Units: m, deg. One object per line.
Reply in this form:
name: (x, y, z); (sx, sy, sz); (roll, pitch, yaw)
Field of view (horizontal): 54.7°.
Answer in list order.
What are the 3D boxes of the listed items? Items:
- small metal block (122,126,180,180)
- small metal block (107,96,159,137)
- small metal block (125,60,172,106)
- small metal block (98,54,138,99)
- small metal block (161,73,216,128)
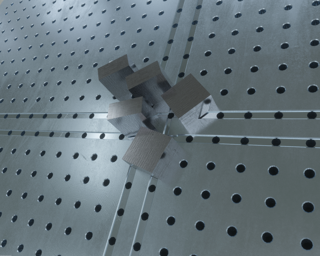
small metal block: (-0.012, 0.031, 0.394); (0.050, 0.025, 0.050); (19, 72, 35)
small metal block: (-0.035, -0.014, 0.418); (0.050, 0.050, 0.025); (-11, 57, 22)
small metal block: (-0.012, -0.059, 0.434); (0.050, 0.050, 0.025); (-26, 53, 12)
small metal block: (-0.058, -0.077, 0.468); (0.050, 0.050, 0.025); (-23, 54, 14)
small metal block: (0.037, -0.037, 0.410); (0.050, 0.025, 0.050); (-37, 51, 3)
